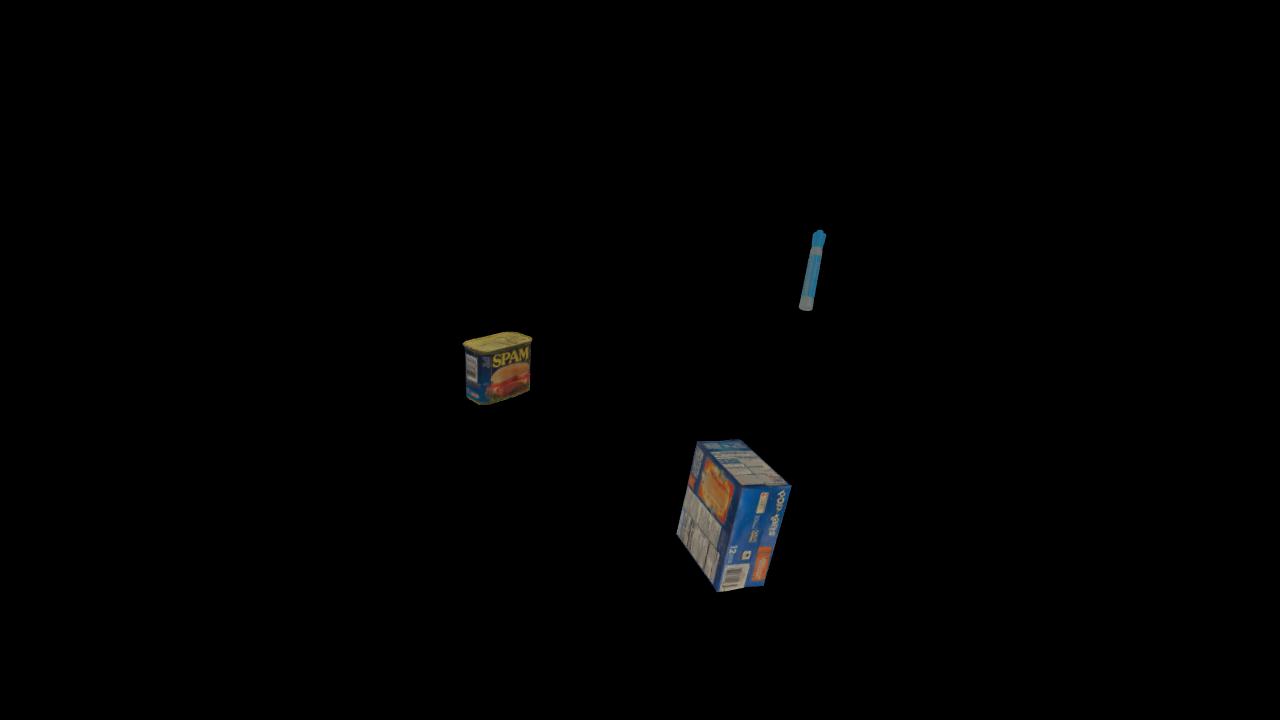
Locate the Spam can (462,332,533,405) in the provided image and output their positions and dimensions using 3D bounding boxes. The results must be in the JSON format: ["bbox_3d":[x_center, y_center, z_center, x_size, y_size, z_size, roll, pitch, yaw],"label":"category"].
[{"bbox_3d":[-0.210,0.011,0.912,0.058,0.085,0.101,19,24,35],"label":"Spam can"}]

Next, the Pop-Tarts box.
[{"bbox_3d":[0.132,0.222,0.901,0.083,0.167,0.141,3,18,-24],"label":"Pop-Tarts box"}]

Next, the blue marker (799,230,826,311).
[{"bbox_3d":[0.244,-0.128,0.868,0.020,0.121,0.020,13,-13,3],"label":"blue marker"}]
